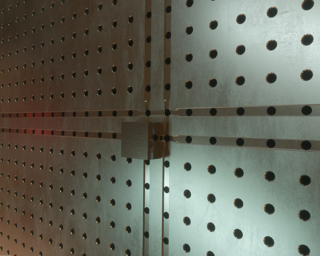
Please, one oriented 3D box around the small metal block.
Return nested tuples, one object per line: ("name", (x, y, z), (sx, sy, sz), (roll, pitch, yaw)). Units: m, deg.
("small metal block", (-0.027, 0.016, 0.430), (0.050, 0.025, 0.050), (2, 91, 39))
